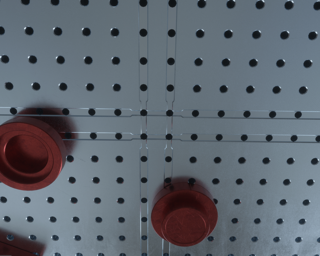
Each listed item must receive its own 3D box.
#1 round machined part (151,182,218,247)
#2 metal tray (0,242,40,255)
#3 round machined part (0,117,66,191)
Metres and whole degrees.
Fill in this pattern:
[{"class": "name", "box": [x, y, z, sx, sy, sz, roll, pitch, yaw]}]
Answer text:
[{"class": "round machined part", "box": [0.036, 0.133, 0.453, 0.099, 0.042, 0.097, 0, 110, 0]}, {"class": "metal tray", "box": [-0.259, 0.249, 0.500, 0.090, 0.030, 0.129, 25, 108, -9]}, {"class": "round machined part", "box": [-0.175, 0.031, 0.414, 0.099, 0.042, 0.097, 0, 110, 0]}]
